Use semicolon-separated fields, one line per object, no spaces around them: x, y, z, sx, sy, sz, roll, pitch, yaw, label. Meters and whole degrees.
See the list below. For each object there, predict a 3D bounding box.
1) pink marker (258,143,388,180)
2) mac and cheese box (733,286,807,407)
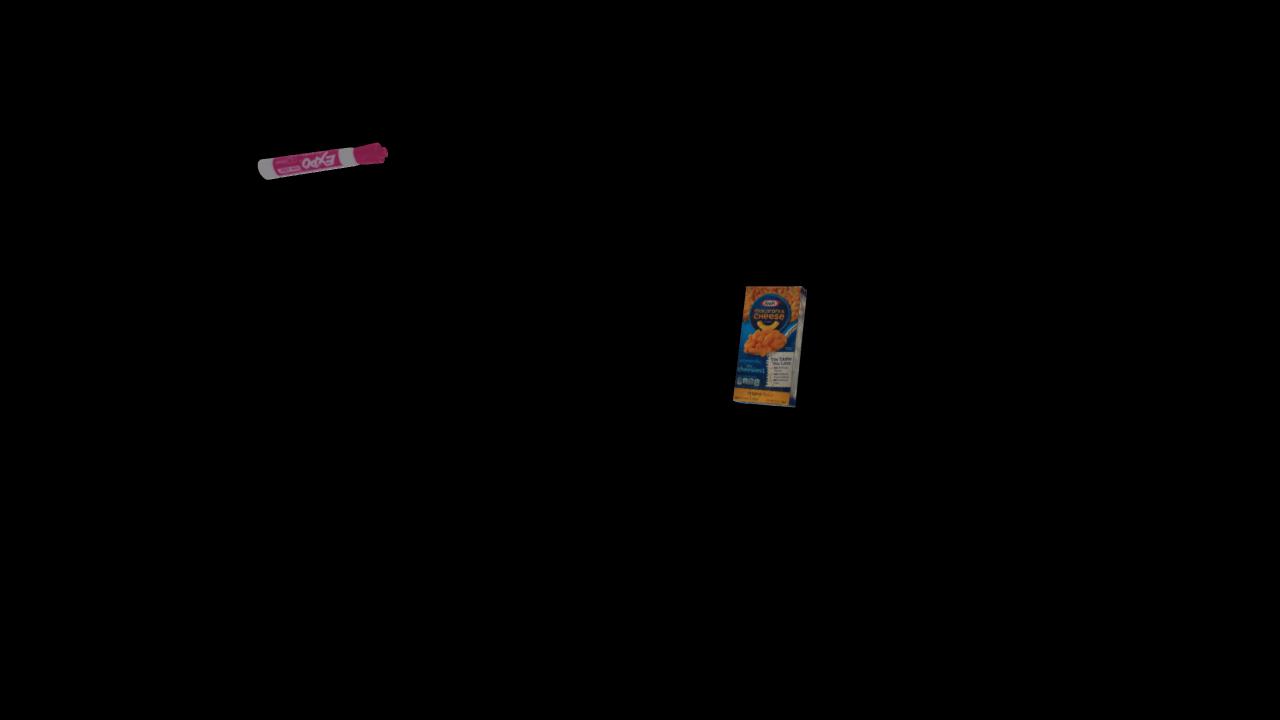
-0.298;-0.188;0.581;0.121;0.020;0.020;-7;0;3;pink marker
0.202;-0.022;0.955;0.093;0.184;0.041;3;-7;32;mac and cheese box
